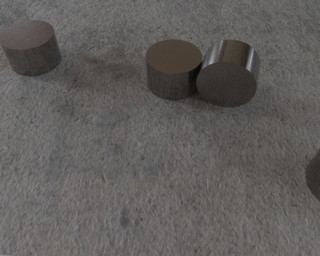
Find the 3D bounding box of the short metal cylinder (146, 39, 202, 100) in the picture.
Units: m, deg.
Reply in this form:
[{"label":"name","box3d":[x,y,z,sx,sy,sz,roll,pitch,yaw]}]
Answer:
[{"label":"short metal cylinder","box3d":[0.020,-0.087,0.460,0.081,0.050,0.080,0,50,0]}]

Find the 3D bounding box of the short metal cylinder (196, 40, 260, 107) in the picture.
[{"label":"short metal cylinder","box3d":[0.095,-0.075,0.432,0.080,0.080,0.050,13,51,10]}]

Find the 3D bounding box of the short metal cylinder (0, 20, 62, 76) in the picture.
[{"label":"short metal cylinder","box3d":[-0.203,-0.128,0.492,0.081,0.050,0.080,0,50,0]}]

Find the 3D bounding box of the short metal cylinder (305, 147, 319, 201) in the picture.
[{"label":"short metal cylinder","box3d":[0.214,0.050,0.348,0.081,0.050,0.080,0,50,0]}]
